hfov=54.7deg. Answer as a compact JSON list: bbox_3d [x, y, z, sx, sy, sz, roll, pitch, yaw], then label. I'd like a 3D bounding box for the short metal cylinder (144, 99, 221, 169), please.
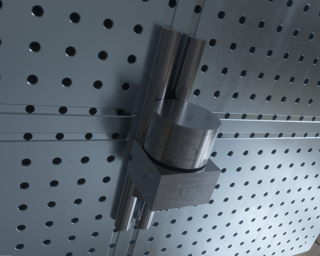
[{"bbox_3d":[0.025,0.005,0.367,0.081,0.080,0.050,1,118,-29],"label":"short metal cylinder"}]

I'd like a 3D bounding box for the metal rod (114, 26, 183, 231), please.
[{"bbox_3d":[-0.022,0.018,0.414,0.025,0.025,0.298,1,118,-29],"label":"metal rod"}]

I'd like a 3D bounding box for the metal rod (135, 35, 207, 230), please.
[{"bbox_3d":[0.008,0.022,0.433,0.025,0.025,0.298,1,118,-29],"label":"metal rod"}]

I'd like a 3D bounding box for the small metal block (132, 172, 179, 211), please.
[{"bbox_3d":[-0.002,0.077,0.414,0.050,0.050,0.025,-46,154,-63],"label":"small metal block"}]

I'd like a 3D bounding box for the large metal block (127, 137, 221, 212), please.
[{"bbox_3d":[0.014,0.053,0.385,0.081,0.080,0.050,0,118,-29],"label":"large metal block"}]
